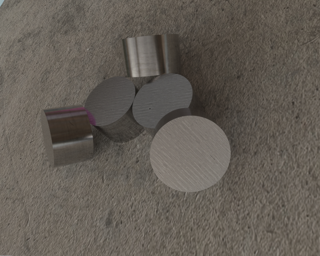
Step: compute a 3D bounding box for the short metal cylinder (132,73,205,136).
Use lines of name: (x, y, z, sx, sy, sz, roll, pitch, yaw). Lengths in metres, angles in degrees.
short metal cylinder: (0.012, -0.023, 0.397, 0.080, 0.050, 0.080, -13, 56, 21)

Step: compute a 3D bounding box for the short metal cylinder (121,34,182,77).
short metal cylinder: (-0.012, -0.100, 0.430, 0.080, 0.080, 0.050, 2, 105, 29)

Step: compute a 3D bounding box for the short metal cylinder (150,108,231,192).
short metal cylinder: (0.031, 0.021, 0.333, 0.080, 0.080, 0.050, -32, 10, 7)

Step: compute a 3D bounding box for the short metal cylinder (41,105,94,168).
short metal cylinder: (-0.128, 0.010, 0.423, 0.050, 0.079, 0.080, -11, 45, -27)

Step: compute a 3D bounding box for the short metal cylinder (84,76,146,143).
short metal cylinder: (-0.058, -0.026, 0.435, 0.080, 0.050, 0.080, -13, 56, 21)
